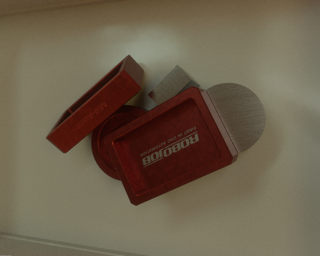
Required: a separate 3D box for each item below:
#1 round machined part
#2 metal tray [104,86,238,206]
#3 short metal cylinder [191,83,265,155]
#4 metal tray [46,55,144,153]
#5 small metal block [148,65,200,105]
[{"bbox_3d":[-0.038,0.019,0.413,0.098,0.042,0.097,0,90,19],"label":"round machined part"},{"bbox_3d":[0.009,0.022,0.352,0.130,0.030,0.090,-28,80,22],"label":"metal tray"},{"bbox_3d":[0.082,-0.010,0.366,0.080,0.050,0.079,0,90,19],"label":"short metal cylinder"},{"bbox_3d":[-0.080,-0.033,0.400,0.130,0.090,0.030,-38,110,15],"label":"metal tray"},{"bbox_3d":[0.019,-0.048,0.388,0.050,0.050,0.025,-44,77,13],"label":"small metal block"}]
